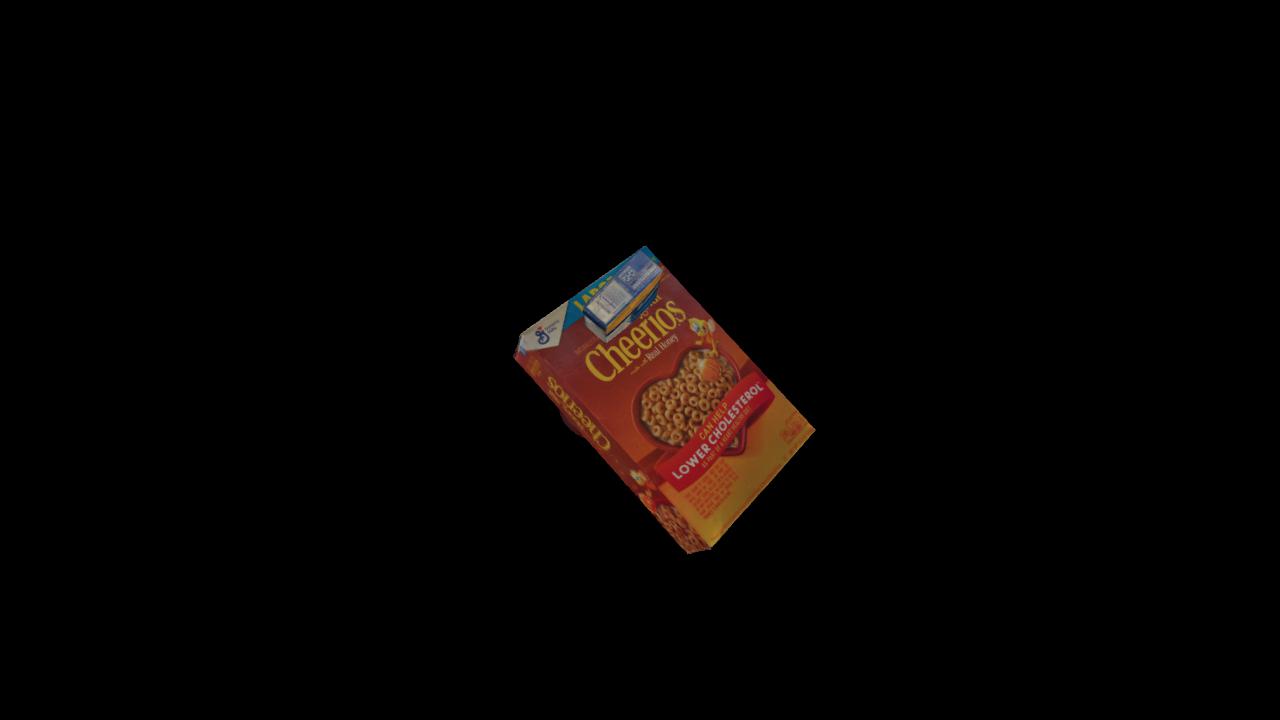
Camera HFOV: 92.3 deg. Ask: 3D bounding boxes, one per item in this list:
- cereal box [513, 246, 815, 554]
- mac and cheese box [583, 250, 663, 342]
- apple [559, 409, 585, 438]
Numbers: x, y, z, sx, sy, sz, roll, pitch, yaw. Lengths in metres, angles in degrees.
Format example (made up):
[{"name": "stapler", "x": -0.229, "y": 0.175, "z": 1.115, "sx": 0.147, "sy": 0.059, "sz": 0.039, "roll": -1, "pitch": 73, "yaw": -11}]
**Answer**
[{"name": "cereal box", "x": 0.029, "y": 0.038, "z": 0.713, "sx": 0.203, "sy": 0.306, "sz": 0.081, "roll": -39, "pitch": -5, "yaw": -29}, {"name": "mac and cheese box", "x": -0.023, "y": -0.048, "z": 0.725, "sx": 0.041, "sy": 0.093, "sz": 0.184, "roll": 39, "pitch": -15, "yaw": 8}, {"name": "apple", "x": -0.058, "y": 0.049, "z": 0.733, "sx": 0.079, "sy": 0.093, "sz": 0.079, "roll": -2, "pitch": 31, "yaw": 1}]
